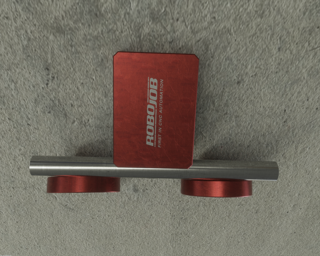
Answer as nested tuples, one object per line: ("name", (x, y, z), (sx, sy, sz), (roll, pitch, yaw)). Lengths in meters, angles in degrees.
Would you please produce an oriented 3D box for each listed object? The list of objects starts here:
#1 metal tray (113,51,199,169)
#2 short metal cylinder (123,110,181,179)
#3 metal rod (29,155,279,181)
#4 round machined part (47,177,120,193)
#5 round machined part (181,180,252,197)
("metal tray", (-0.006, -0.020, 0.353), (0.091, 0.030, 0.129), (1, 104, -2))
("short metal cylinder", (-0.009, 0.022, 0.412), (0.081, 0.050, 0.079), (0, 130, 0))
("metal rod", (-0.005, 0.050, 0.387), (0.302, 0.025, 0.025), (2, 130, -2))
("round machined part", (-0.105, 0.069, 0.434), (0.099, 0.042, 0.098), (-1, 169, 0))
("round machined part", (0.079, 0.072, 0.437), (0.099, 0.042, 0.098), (0, 173, 0))
